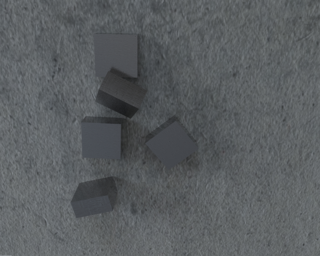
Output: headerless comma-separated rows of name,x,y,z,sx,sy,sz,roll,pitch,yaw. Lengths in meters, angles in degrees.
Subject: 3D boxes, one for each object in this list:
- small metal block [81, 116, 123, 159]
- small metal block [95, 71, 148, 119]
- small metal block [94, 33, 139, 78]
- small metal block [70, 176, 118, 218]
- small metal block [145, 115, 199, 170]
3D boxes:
small metal block,-0.076,0.013,0.414,0.050,0.025,0.050,3,110,-2
small metal block,-0.049,-0.039,0.379,0.050,0.050,0.025,26,72,-10
small metal block,-0.052,-0.089,0.376,0.050,0.025,0.050,1,110,-1
small metal block,-0.090,0.095,0.430,0.050,0.050,0.025,-12,110,4
small metal block,0.016,0.019,0.417,0.050,0.025,0.050,-37,107,12
